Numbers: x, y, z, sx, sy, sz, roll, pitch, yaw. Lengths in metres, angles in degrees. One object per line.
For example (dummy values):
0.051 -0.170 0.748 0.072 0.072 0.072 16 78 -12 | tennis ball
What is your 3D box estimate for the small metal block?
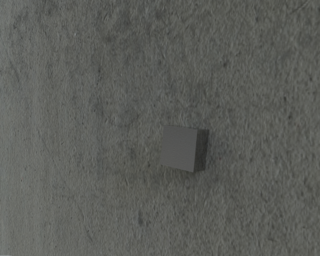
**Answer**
0.030 0.024 0.381 0.050 0.025 0.050 8 95 39 | small metal block
